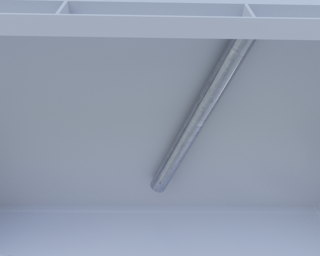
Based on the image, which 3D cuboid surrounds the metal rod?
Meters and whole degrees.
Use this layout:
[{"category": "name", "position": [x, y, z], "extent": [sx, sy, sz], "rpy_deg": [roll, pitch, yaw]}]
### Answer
[{"category": "metal rod", "position": [0.049, -0.016, 0.395], "extent": [0.025, 0.025, 0.298], "rpy_deg": [16, 128, -13]}]
